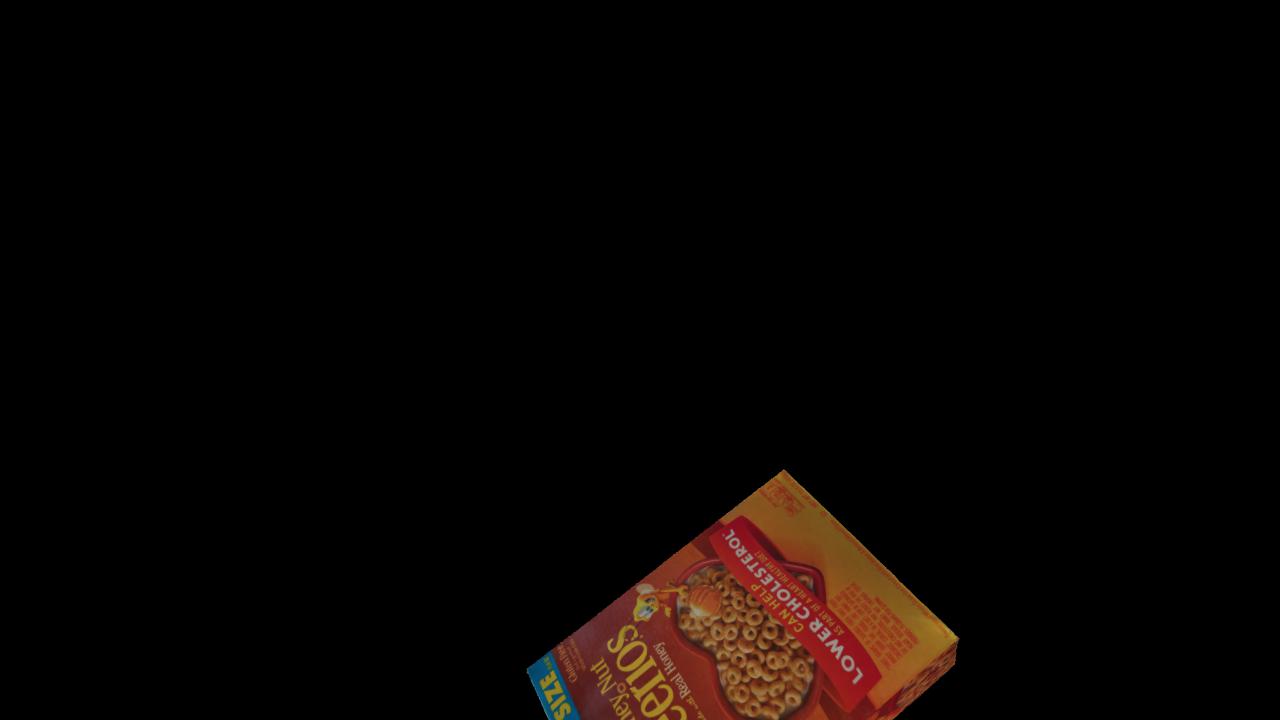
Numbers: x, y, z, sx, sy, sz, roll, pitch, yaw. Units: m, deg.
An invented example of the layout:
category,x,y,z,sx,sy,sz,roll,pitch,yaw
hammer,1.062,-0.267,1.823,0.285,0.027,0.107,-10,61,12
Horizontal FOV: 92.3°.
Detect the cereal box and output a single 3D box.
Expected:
category,x,y,z,sx,sy,sz,roll,pitch,yaw
cereal box,0.078,0.262,0.525,0.306,0.081,0.203,-35,45,-9
